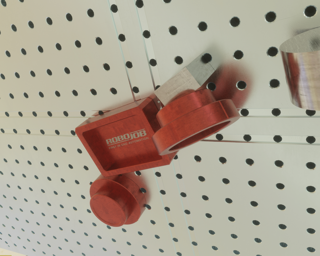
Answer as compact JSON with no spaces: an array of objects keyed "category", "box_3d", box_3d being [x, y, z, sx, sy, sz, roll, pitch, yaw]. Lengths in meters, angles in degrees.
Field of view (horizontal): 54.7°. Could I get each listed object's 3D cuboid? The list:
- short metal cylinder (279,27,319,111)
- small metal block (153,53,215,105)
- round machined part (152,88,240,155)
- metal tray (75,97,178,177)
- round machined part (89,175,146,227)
[{"category":"short metal cylinder","box_3d":[0.149,-0.055,0.263,0.080,0.080,0.050,-8,115,31]},{"category":"small metal block","box_3d":[0.028,-0.052,0.347,0.050,0.050,0.025,-33,99,38]},{"category":"round machined part","box_3d":[0.035,-0.009,0.345,0.098,0.099,0.042,-33,77,38]},{"category":"metal tray","box_3d":[-0.050,0.018,0.443,0.130,0.030,0.090,-16,110,34]},{"category":"round machined part","box_3d":[-0.077,0.125,0.516,0.098,0.042,0.097,13,124,20]}]
